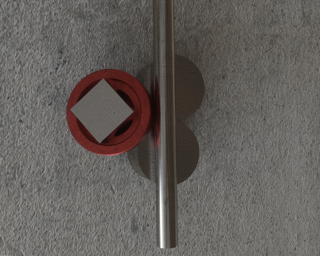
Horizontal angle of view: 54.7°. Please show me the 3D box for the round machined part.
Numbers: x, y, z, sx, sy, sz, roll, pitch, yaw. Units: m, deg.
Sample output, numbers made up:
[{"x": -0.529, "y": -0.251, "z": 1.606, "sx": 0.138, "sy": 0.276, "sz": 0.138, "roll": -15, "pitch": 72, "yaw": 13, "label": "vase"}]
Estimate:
[{"x": -0.055, "y": -0.017, "z": 0.367, "sx": 0.098, "sy": 0.042, "sz": 0.097, "roll": 0, "pitch": 88, "yaw": 9, "label": "round machined part"}]

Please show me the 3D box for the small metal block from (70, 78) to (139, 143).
[{"x": -0.061, "y": -0.018, "z": 0.345, "sx": 0.050, "sy": 0.025, "sz": 0.050, "roll": -43, "pitch": 82, "yaw": 4, "label": "small metal block"}]

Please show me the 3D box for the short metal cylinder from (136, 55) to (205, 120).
[{"x": 0.010, "y": -0.050, "z": 0.401, "sx": 0.081, "sy": 0.050, "sz": 0.079, "roll": 0, "pitch": 90, "yaw": -20, "label": "short metal cylinder"}]

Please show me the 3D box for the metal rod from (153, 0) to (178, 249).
[{"x": 0.006, "y": -0.014, "z": 0.360, "sx": 0.025, "sy": 0.025, "sz": 0.298, "roll": -1, "pitch": 90, "yaw": -20, "label": "metal rod"}]

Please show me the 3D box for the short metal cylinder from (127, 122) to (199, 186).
[{"x": 0.003, "y": 0.030, "z": 0.398, "sx": 0.081, "sy": 0.050, "sz": 0.080, "roll": 0, "pitch": 89, "yaw": -20, "label": "short metal cylinder"}]
